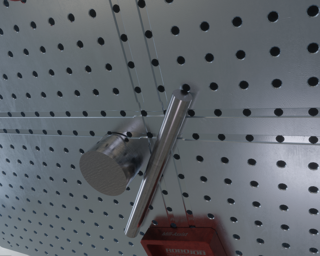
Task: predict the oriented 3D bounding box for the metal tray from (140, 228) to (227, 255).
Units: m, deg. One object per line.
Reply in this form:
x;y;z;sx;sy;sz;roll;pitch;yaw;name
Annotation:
0.042;0.210;0.515;0.130;0.030;0.090;-12;113;33;metal tray

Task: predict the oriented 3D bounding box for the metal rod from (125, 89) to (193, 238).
-0.012;0.073;0.462;0.025;0.025;0.298;27;128;11;metal rod

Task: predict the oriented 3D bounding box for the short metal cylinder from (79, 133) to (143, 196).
-0.073;0.055;0.468;0.080;0.050;0.079;13;124;21;short metal cylinder
